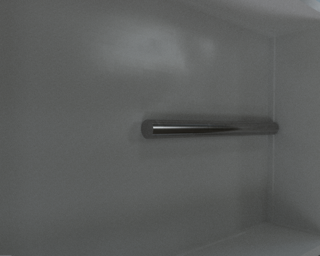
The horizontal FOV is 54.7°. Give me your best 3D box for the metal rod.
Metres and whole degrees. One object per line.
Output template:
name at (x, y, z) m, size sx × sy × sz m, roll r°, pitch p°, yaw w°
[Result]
metal rod at (0.099, 0.001, 0.492) m, size 0.302 × 0.025 × 0.025 m, roll 0°, pitch 90°, yaw -40°
